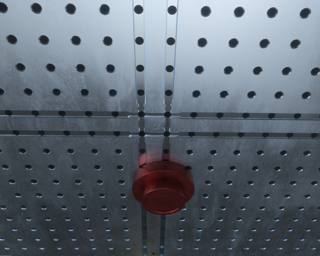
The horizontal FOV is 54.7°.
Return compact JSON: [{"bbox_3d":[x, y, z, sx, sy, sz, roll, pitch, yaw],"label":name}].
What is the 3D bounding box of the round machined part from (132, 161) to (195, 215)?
[{"bbox_3d":[0.005,0.100,0.486,0.099,0.042,0.097,-1,130,0],"label":"round machined part"}]
